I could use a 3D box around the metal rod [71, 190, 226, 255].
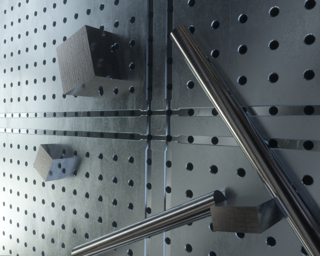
[{"bbox_3d":[-0.035,0.148,0.438,0.299,0.025,0.025,-32,70,35],"label":"metal rod"}]

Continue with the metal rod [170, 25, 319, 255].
[{"bbox_3d":[0.090,0.003,0.335,0.025,0.025,0.299,-42,65,32],"label":"metal rod"}]

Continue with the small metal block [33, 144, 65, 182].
[{"bbox_3d":[-0.209,0.065,0.583,0.050,0.025,0.050,38,113,33],"label":"small metal block"}]

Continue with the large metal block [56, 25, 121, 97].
[{"bbox_3d":[-0.114,-0.101,0.487,0.080,0.050,0.080,-20,77,38],"label":"large metal block"}]

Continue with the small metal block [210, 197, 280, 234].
[{"bbox_3d":[0.088,0.089,0.320,0.050,0.050,0.025,-12,83,39],"label":"small metal block"}]
